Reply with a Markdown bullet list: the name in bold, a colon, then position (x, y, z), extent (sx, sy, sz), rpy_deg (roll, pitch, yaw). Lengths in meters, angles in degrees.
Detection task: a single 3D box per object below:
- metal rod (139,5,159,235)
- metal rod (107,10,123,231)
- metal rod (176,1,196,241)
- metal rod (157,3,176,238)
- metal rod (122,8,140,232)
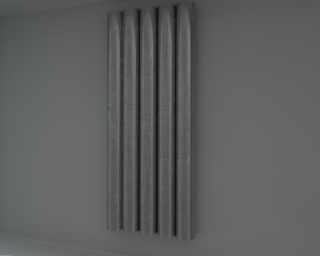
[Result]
- **metal rod**: position (-0.015, -0.010, 0.414), extent (0.025, 0.025, 0.298), rpy_deg (0, 90, 20)
- **metal rod**: position (-0.061, -0.010, 0.431), extent (0.025, 0.025, 0.298), rpy_deg (0, 90, 20)
- **metal rod**: position (0.033, -0.009, 0.397), extent (0.025, 0.025, 0.298), rpy_deg (0, 90, 20)
- **metal rod**: position (0.010, -0.010, 0.406), extent (0.025, 0.025, 0.298), rpy_deg (0, 90, 20)
- **metal rod**: position (-0.039, -0.011, 0.423), extent (0.025, 0.025, 0.298), rpy_deg (0, 90, 20)
